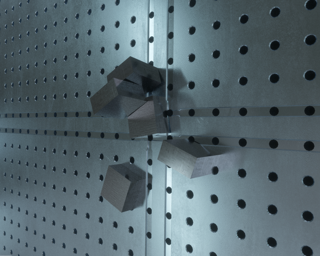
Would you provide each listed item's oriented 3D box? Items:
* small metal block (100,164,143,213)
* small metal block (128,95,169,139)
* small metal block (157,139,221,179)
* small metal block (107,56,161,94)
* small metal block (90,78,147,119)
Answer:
[{"bbox_3d":[-0.057,0.088,0.458,0.050,0.025,0.050,28,108,36],"label":"small metal block"},{"bbox_3d":[-0.017,-0.014,0.425,0.050,0.025,0.050,-11,83,39],"label":"small metal block"},{"bbox_3d":[0.034,0.034,0.366,0.050,0.050,0.025,27,107,37],"label":"small metal block"},{"bbox_3d":[-0.036,-0.066,0.421,0.050,0.050,0.025,-31,60,36],"label":"small metal block"},{"bbox_3d":[-0.054,-0.037,0.407,0.050,0.050,0.025,-33,64,33],"label":"small metal block"}]
